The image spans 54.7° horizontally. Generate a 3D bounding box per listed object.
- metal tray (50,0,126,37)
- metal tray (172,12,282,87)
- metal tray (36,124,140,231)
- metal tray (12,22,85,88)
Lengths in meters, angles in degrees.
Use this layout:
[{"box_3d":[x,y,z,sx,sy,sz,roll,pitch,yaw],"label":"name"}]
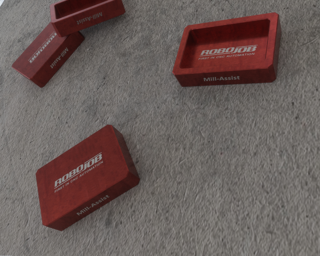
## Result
[{"box_3d":[-0.139,-0.225,0.585,0.131,0.030,0.090,-22,45,-2],"label":"metal tray"},{"box_3d":[0.089,-0.103,0.416,0.130,0.030,0.090,1,62,28],"label":"metal tray"},{"box_3d":[-0.100,0.065,0.413,0.130,0.030,0.090,-32,52,7],"label":"metal tray"},{"box_3d":[-0.220,-0.149,0.607,0.090,0.030,0.130,29,78,37],"label":"metal tray"}]
